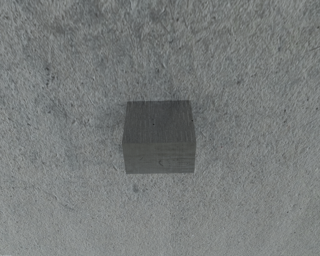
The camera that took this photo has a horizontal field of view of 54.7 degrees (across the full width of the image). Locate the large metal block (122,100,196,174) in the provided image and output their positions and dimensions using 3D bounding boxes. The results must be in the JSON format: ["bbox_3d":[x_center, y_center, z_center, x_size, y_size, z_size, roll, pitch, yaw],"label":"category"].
[{"bbox_3d":[-0.001,0.009,0.381,0.081,0.080,0.050,-1,130,0],"label":"large metal block"}]
